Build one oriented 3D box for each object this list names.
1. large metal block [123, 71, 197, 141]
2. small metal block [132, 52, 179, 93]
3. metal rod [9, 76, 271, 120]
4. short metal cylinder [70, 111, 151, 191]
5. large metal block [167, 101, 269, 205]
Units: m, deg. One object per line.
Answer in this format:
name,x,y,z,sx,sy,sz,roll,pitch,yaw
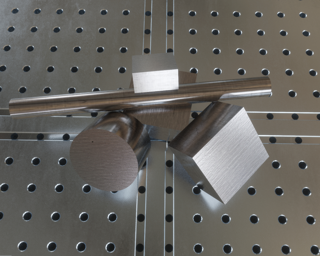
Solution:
large metal block,0.000,-0.031,0.406,0.080,0.050,0.080,10,70,3
small metal block,-0.007,-0.066,0.366,0.050,0.025,0.050,-5,35,-2
metal rod,-0.021,-0.036,0.368,0.302,0.025,0.025,-5,70,-2
short metal cylinder,-0.056,0.026,0.362,0.080,0.079,0.050,18,28,6
large metal block,0.070,0.027,0.363,0.080,0.050,0.080,-43,120,-14
